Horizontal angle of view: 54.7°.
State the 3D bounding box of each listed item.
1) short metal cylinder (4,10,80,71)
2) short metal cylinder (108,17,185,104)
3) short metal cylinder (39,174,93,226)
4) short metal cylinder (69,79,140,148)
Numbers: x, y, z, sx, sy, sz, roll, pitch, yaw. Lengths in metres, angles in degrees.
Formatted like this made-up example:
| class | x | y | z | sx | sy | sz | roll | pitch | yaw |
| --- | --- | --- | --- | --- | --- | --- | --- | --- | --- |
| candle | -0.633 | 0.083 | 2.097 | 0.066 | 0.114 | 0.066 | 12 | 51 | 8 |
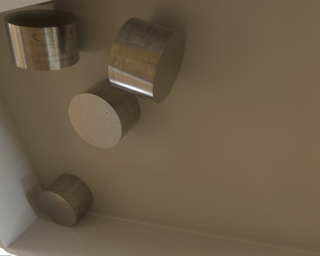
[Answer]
| class | x | y | z | sx | sy | sz | roll | pitch | yaw |
| --- | --- | --- | --- | --- | --- | --- | --- | --- | --- |
| short metal cylinder | -0.141 | -0.109 | 0.378 | 0.080 | 0.080 | 0.050 | 17 | 125 | 18 |
| short metal cylinder | -0.012 | -0.072 | 0.334 | 0.050 | 0.080 | 0.079 | 21 | 126 | 15 |
| short metal cylinder | -0.169 | 0.130 | 0.559 | 0.080 | 0.050 | 0.079 | 13 | 124 | 20 |
| short metal cylinder | -0.074 | -0.020 | 0.417 | 0.080 | 0.050 | 0.079 | 13 | 124 | 20 |
